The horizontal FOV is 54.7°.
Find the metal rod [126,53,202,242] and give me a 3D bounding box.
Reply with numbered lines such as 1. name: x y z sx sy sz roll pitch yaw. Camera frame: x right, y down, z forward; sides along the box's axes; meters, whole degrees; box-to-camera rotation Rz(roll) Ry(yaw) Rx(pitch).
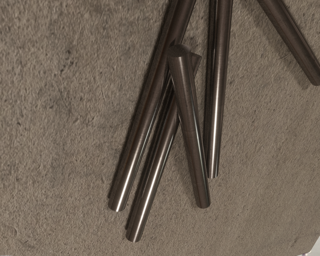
1. metal rod: -0.002 0.041 0.432 0.025 0.025 0.298 3 117 -30

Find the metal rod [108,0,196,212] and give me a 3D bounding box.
1. metal rod: -0.016 -0.019 0.387 0.025 0.025 0.298 5 116 -31

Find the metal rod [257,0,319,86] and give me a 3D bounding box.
1. metal rod: 0.160 -0.144 0.407 0.301 0.025 0.025 34 99 -39

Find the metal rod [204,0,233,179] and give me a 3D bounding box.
1. metal rod: 0.076 -0.052 0.417 0.025 0.025 0.298 -16 125 -20

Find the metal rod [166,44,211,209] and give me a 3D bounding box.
1. metal rod: 0.047 0.023 0.425 0.025 0.025 0.299 -27 135 -12
